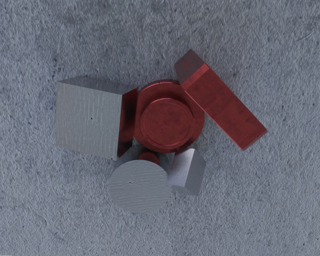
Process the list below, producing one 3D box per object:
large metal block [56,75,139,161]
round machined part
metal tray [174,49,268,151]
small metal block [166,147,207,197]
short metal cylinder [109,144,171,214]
[{"bbox_3d":[-0.077,-0.014,0.378,0.080,0.050,0.079,13,111,13],"label":"large metal block"},{"bbox_3d":[0.009,-0.011,0.399,0.099,0.042,0.097,0,110,-1],"label":"round machined part"},{"bbox_3d":[0.060,-0.038,0.341,0.030,0.130,0.090,-43,105,14],"label":"metal tray"},{"bbox_3d":[0.037,0.058,0.408,0.025,0.050,0.050,6,158,30],"label":"small metal block"},{"bbox_3d":[-0.026,0.068,0.423,0.081,0.050,0.079,0,110,-1],"label":"short metal cylinder"}]
